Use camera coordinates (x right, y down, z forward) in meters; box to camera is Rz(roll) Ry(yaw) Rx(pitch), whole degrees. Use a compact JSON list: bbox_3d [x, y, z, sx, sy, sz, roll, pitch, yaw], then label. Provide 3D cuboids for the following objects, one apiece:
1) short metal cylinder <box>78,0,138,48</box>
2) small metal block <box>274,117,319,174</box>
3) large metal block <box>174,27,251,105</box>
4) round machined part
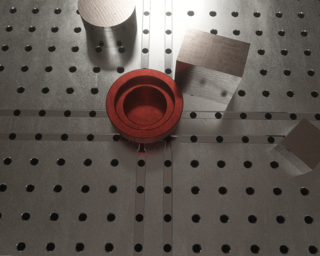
[{"bbox_3d":[-0.075,-0.167,0.459,0.081,0.050,0.080,0,70,0],"label":"short metal cylinder"},{"bbox_3d":[0.189,0.023,0.406,0.050,0.025,0.050,-42,76,-14],"label":"small metal block"},{"bbox_3d":[0.065,-0.079,0.412,0.080,0.080,0.050,16,71,5],"label":"large metal block"},{"bbox_3d":[-0.019,-0.026,0.412,0.099,0.042,0.098,0,70,-1],"label":"round machined part"}]
